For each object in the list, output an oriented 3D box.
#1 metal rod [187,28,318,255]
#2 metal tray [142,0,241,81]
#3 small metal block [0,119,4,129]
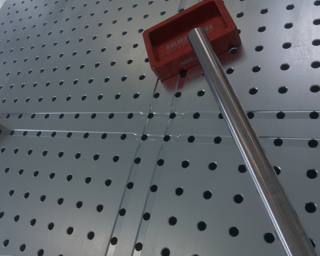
[{"bbox_3d":[0.088,-0.002,0.343,0.025,0.025,0.299,-25,59,13],"label":"metal rod"},{"bbox_3d":[0.043,-0.136,0.465,0.130,0.030,0.090,-23,53,13],"label":"metal tray"},{"bbox_3d":[-0.331,-0.005,0.585,0.050,0.025,0.050,-45,51,-4],"label":"small metal block"}]
